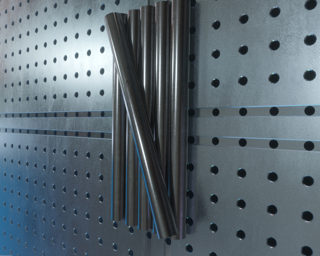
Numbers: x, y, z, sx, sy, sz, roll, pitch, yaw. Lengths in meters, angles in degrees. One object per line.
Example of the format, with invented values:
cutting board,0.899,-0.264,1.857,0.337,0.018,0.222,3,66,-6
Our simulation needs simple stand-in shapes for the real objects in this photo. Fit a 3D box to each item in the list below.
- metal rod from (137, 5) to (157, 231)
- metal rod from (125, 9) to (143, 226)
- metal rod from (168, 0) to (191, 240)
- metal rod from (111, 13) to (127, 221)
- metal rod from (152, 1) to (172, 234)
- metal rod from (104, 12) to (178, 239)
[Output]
metal rod,-0.017,-0.013,0.423,0.025,0.025,0.298,1,91,40
metal rod,-0.035,-0.014,0.439,0.025,0.025,0.298,1,91,40
metal rod,0.024,-0.012,0.391,0.025,0.025,0.298,2,91,40
metal rod,-0.058,-0.015,0.457,0.025,0.025,0.298,1,91,40
metal rod,0.004,-0.013,0.408,0.025,0.025,0.298,1,91,40
metal rod,-0.028,-0.013,0.401,0.025,0.025,0.299,-24,75,37
